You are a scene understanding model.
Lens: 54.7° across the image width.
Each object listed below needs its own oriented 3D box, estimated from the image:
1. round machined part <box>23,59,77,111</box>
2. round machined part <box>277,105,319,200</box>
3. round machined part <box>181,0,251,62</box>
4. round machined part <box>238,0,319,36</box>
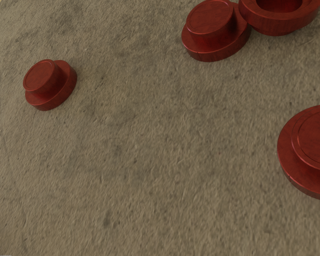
[{"bbox_3d":[-0.200,-0.082,0.545,0.098,0.042,0.098,-13,56,20],"label":"round machined part"},{"bbox_3d":[0.164,0.017,0.296,0.098,0.042,0.098,-13,56,20],"label":"round machined part"},{"bbox_3d":[0.076,-0.146,0.442,0.098,0.042,0.098,-13,56,20],"label":"round machined part"},{"bbox_3d":[0.151,-0.157,0.399,0.099,0.042,0.098,-3,60,6],"label":"round machined part"}]
